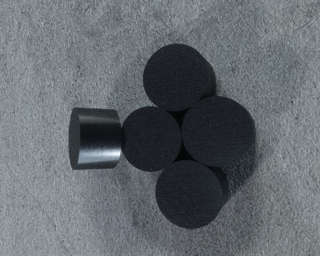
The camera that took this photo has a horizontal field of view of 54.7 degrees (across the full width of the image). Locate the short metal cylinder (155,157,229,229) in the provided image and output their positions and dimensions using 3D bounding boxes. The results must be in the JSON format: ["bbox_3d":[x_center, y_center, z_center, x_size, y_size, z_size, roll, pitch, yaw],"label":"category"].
[{"bbox_3d":[0.041,0.077,0.382,0.080,0.050,0.080,0,90,20],"label":"short metal cylinder"}]

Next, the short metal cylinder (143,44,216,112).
[{"bbox_3d":[0.026,-0.060,0.388,0.080,0.050,0.080,0,90,20],"label":"short metal cylinder"}]

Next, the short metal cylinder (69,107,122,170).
[{"bbox_3d":[-0.087,0.014,0.406,0.080,0.050,0.080,-6,83,64],"label":"short metal cylinder"}]

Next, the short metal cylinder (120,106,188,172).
[{"bbox_3d":[-0.004,0.013,0.398,0.080,0.050,0.080,0,90,20],"label":"short metal cylinder"}]

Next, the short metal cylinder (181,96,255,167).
[{"bbox_3d":[0.071,0.004,0.372,0.080,0.050,0.080,0,90,20],"label":"short metal cylinder"}]
